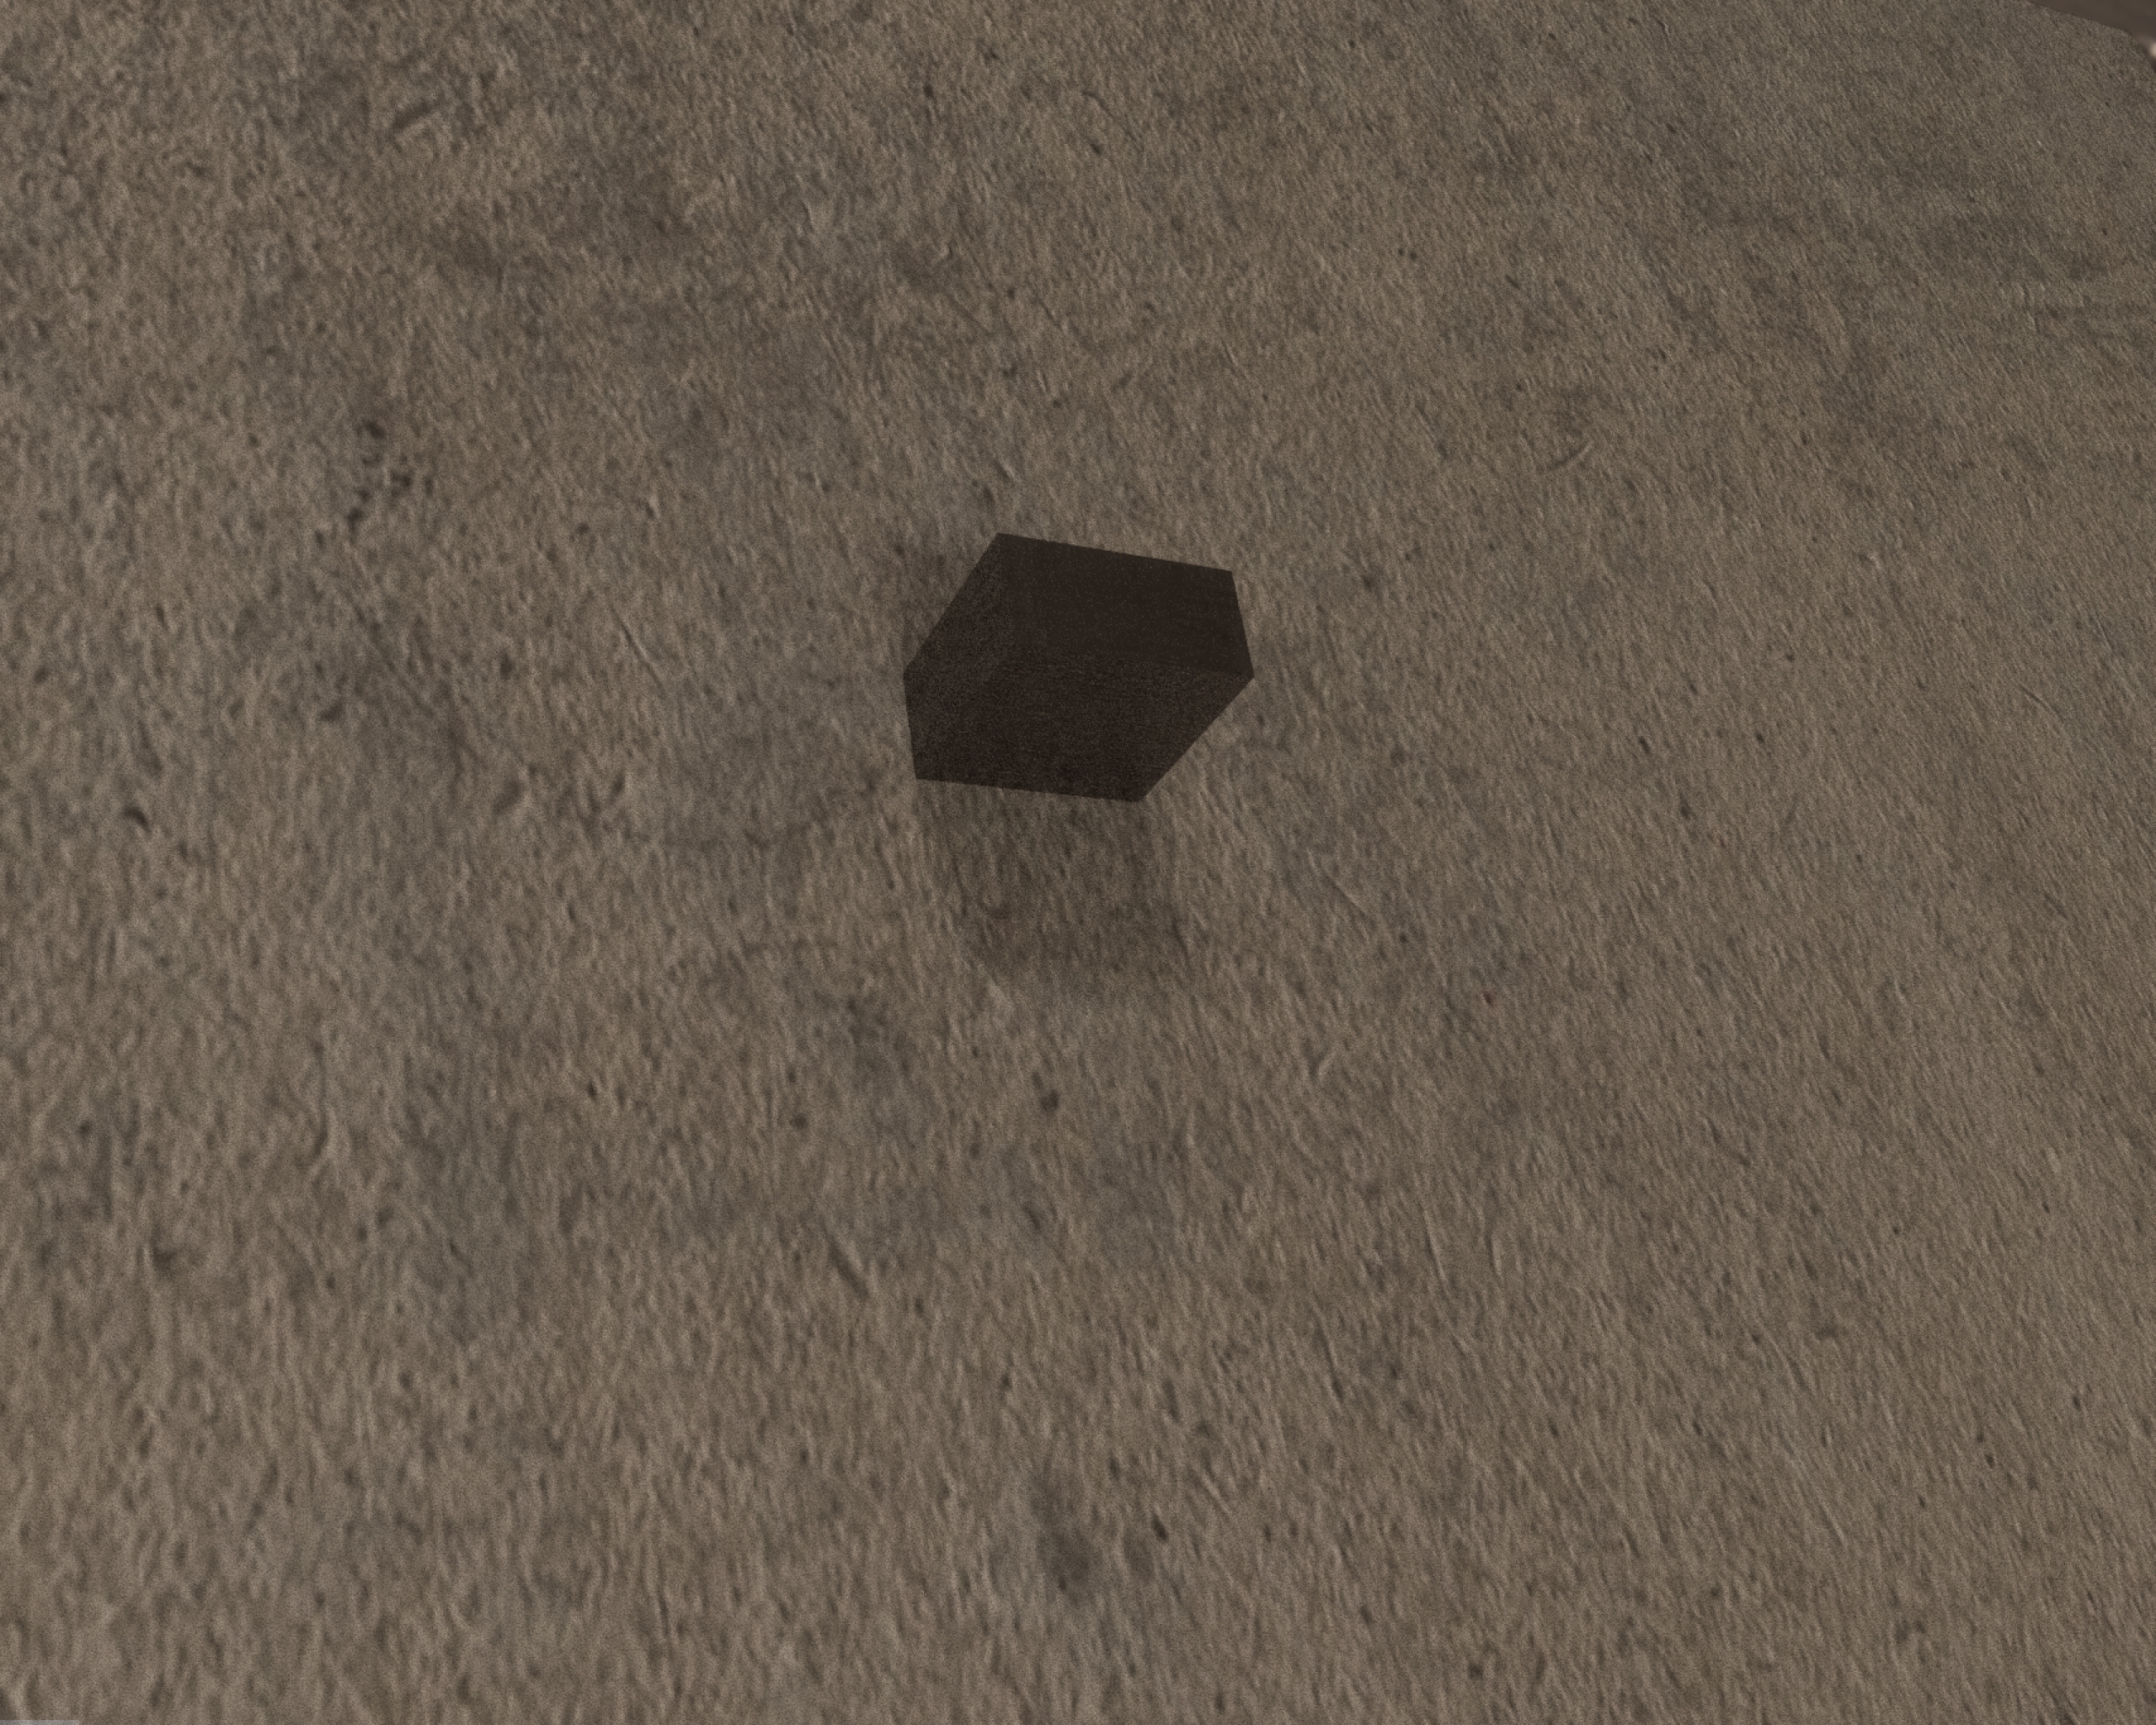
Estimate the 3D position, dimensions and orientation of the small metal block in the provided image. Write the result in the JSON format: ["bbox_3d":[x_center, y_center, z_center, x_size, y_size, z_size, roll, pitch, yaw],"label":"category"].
[{"bbox_3d":[-0.001,-0.037,0.412,0.050,0.050,0.025,5,60,-26],"label":"small metal block"}]
